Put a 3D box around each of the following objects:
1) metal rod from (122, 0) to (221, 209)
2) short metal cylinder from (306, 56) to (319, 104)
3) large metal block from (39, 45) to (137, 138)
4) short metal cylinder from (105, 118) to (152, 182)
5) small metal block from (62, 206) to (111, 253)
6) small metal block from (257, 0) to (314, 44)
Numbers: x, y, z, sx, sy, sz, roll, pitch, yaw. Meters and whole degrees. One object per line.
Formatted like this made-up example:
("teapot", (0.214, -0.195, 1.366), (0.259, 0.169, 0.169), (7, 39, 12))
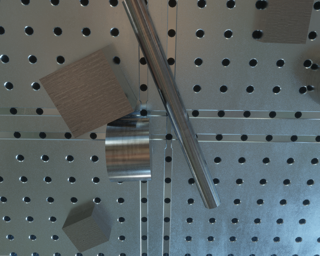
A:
("metal rod", (0.022, -0.020, 0.406), (0.025, 0.025, 0.299), (-20, 109, 7))
("short metal cylinder", (0.232, -0.056, 0.381), (0.081, 0.050, 0.079), (0, 110, 0))
("large metal block", (-0.084, -0.046, 0.382), (0.080, 0.050, 0.080), (-24, 108, 8))
("short metal cylinder", (-0.037, 0.028, 0.394), (0.050, 0.080, 0.079), (-2, 110, 1))
("small metal block", (-0.110, 0.153, 0.469), (0.050, 0.025, 0.050), (-26, 108, 9))
("small metal block", (0.147, -0.127, 0.368), (0.050, 0.025, 0.050), (2, 110, -1))
